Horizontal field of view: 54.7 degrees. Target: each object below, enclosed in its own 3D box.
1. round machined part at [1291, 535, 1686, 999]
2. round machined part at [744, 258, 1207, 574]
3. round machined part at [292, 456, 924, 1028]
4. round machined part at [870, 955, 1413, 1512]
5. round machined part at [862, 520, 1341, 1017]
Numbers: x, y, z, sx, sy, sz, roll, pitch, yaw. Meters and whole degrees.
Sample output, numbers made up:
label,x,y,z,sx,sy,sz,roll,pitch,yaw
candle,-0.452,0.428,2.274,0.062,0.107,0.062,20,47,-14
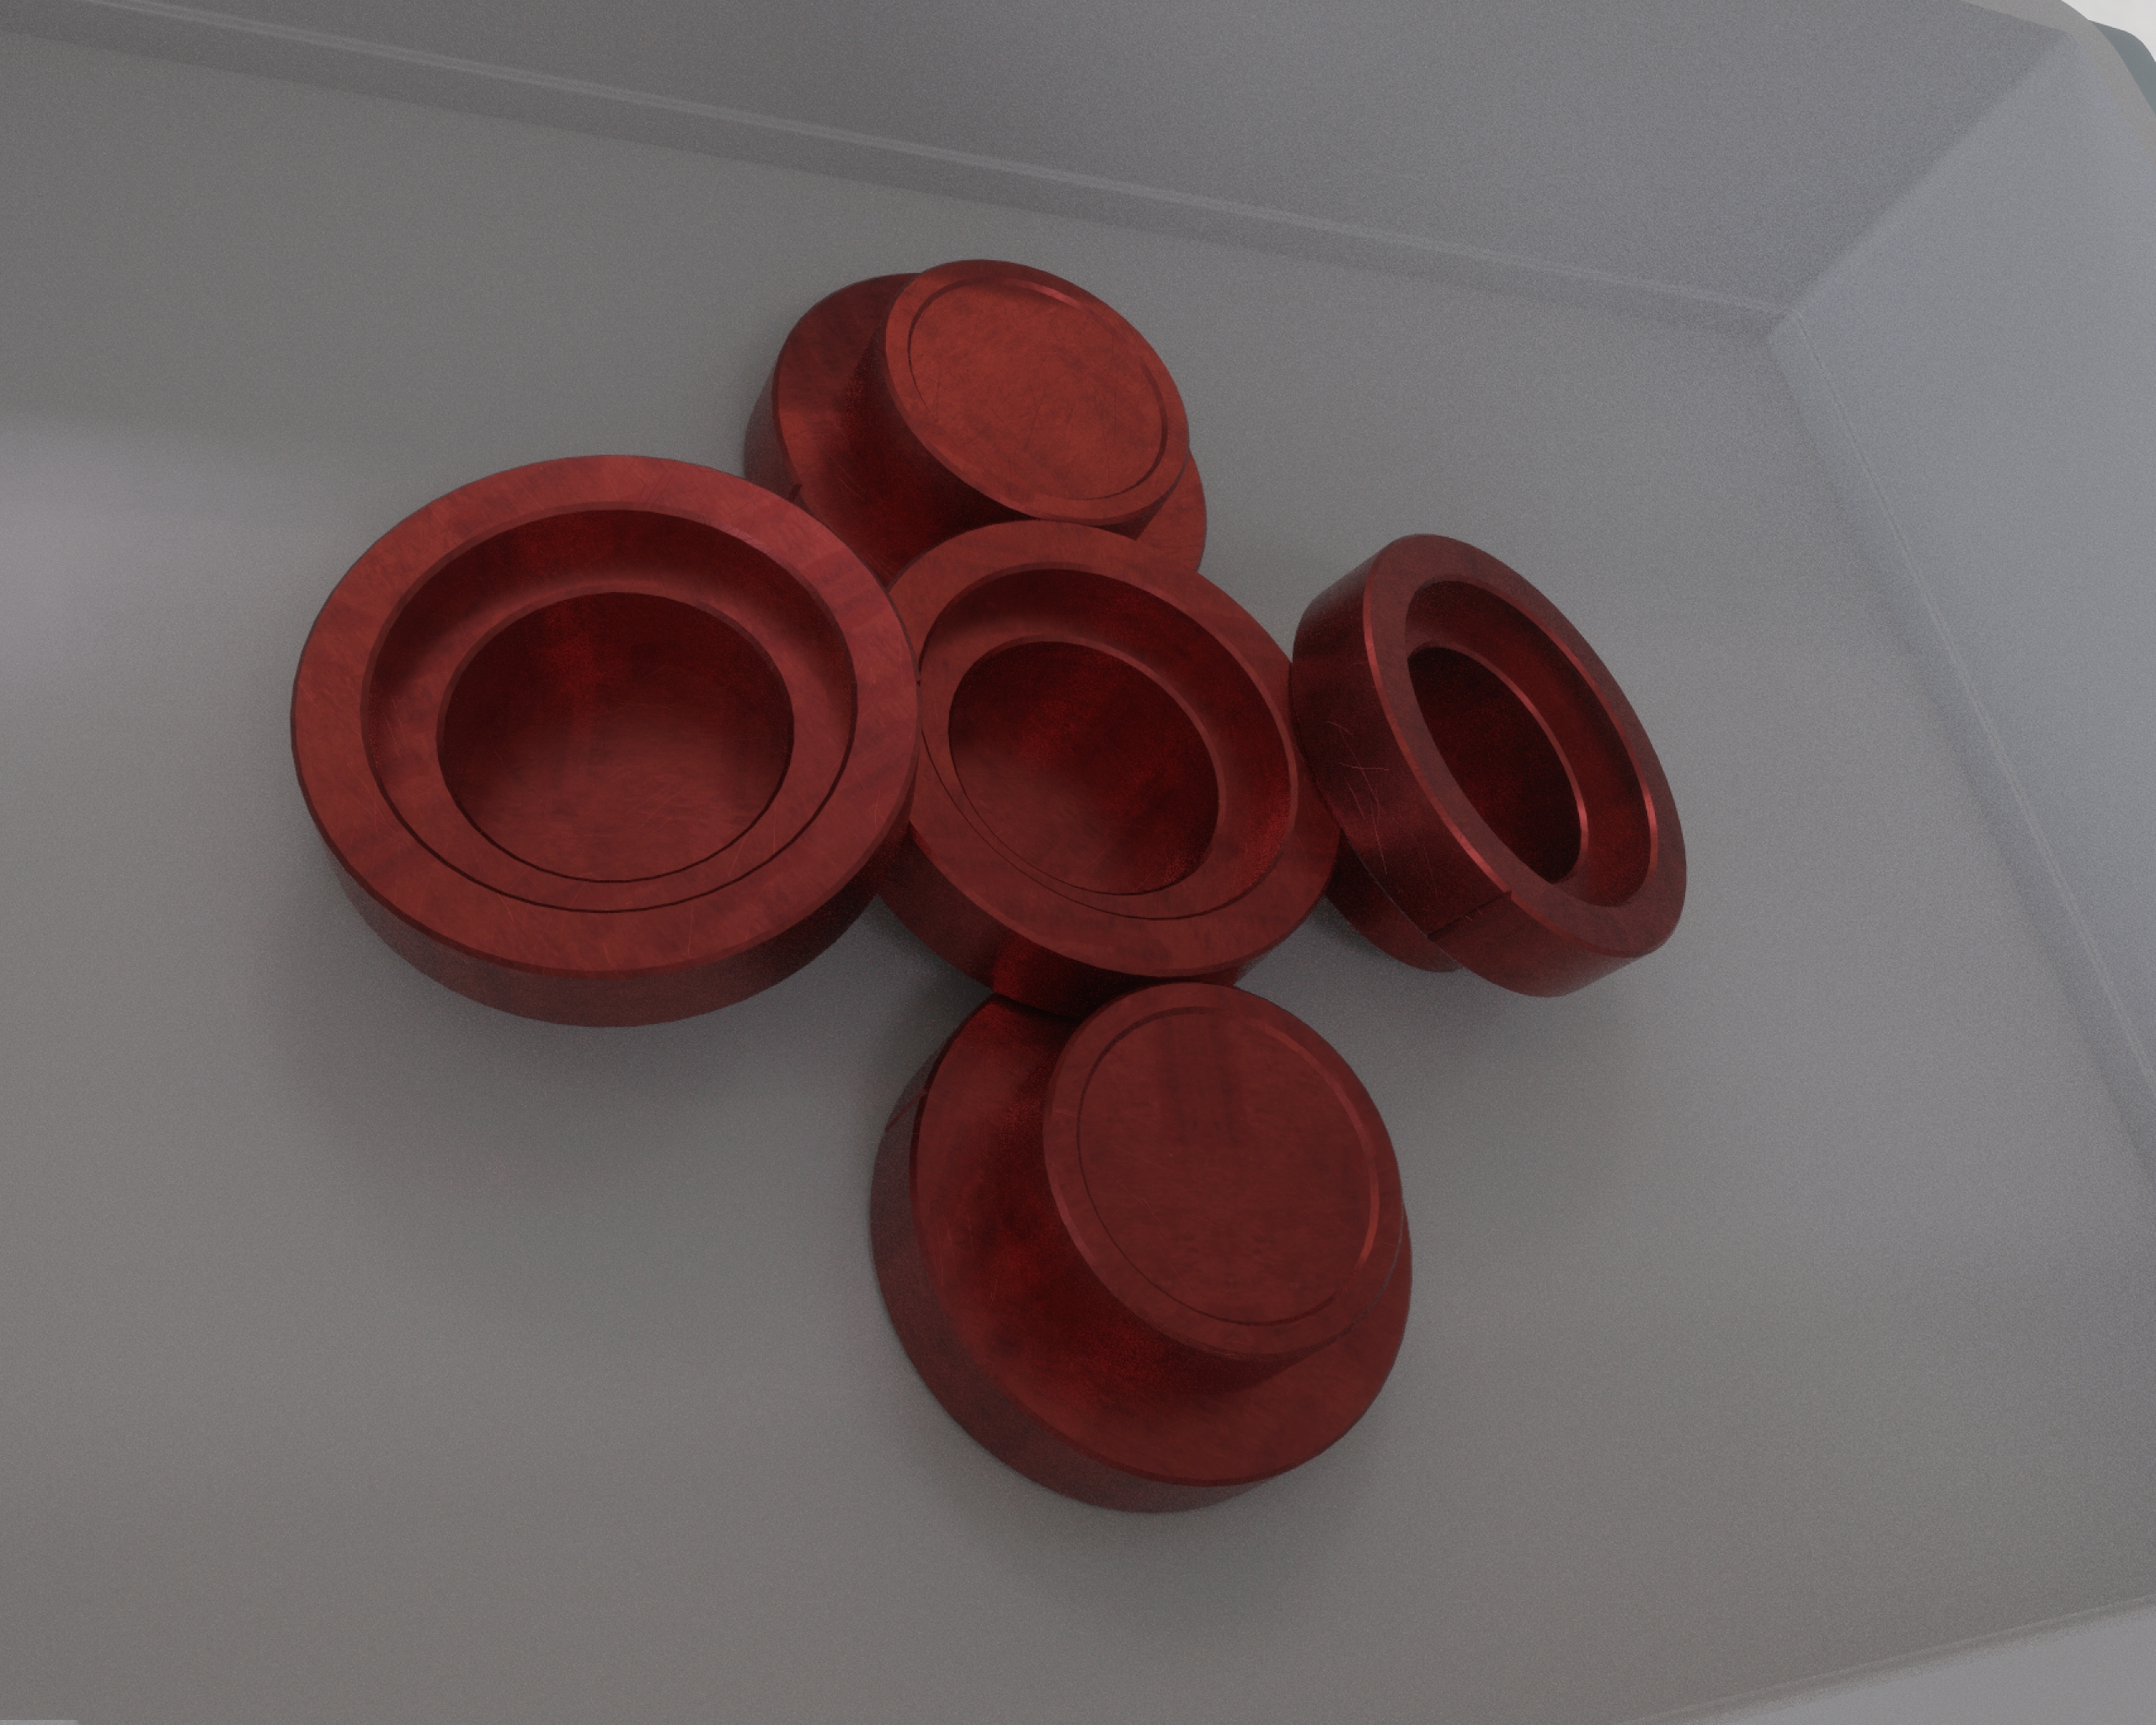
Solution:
label,x,y,z,sx,sy,sz,roll,pitch,yaw
round machined part,0.079,-0.016,0.434,0.098,0.042,0.098,27,46,-31
round machined part,-0.016,-0.086,0.436,0.099,0.042,0.098,14,56,-21
round machined part,-0.077,-0.017,0.351,0.099,0.042,0.098,4,62,-7
round machined part,0.017,0.059,0.365,0.099,0.042,0.098,14,56,-21
round machined part,-0.002,-0.014,0.399,0.099,0.042,0.098,14,56,-21
